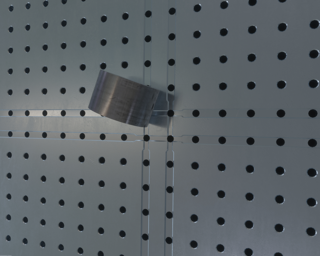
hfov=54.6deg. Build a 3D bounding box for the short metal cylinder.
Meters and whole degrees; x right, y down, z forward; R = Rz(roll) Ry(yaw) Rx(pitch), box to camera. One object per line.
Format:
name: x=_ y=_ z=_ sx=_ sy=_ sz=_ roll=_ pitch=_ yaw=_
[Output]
short metal cylinder: x=-0.046 y=-0.038 z=0.400 sx=0.080 sy=0.080 sz=0.050 roll=22 pitch=97 yaw=18
